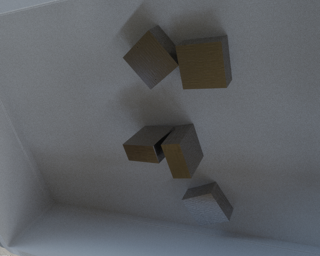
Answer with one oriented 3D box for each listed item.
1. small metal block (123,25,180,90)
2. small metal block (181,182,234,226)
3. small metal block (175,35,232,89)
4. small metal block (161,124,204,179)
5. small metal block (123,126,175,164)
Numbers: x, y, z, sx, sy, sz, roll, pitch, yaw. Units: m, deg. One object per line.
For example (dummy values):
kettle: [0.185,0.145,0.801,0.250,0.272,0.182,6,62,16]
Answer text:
small metal block: [-0.006,-0.082,0.362,0.050,0.025,0.050,49,129,-6]
small metal block: [0.068,0.109,0.440,0.050,0.025,0.050,-24,106,36]
small metal block: [0.049,-0.071,0.339,0.050,0.025,0.050,2,119,27]
small metal block: [0.030,0.029,0.395,0.025,0.050,0.050,-6,115,31]
small metal block: [-0.011,0.020,0.407,0.050,0.050,0.025,1,119,37]
